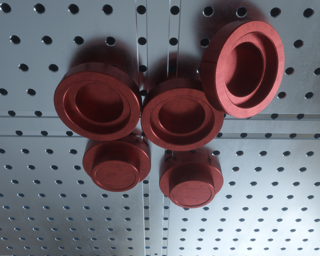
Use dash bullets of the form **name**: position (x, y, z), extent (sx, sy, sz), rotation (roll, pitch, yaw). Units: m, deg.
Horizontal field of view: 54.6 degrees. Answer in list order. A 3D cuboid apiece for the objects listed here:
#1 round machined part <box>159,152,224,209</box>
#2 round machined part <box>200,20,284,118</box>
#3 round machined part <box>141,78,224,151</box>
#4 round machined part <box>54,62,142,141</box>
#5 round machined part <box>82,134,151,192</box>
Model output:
- **round machined part**: position (0.048, 0.086, 0.474), extent (0.099, 0.042, 0.097), rotation (0, 130, 0)
- **round machined part**: position (0.081, -0.062, 0.327), extent (0.099, 0.042, 0.097), rotation (-11, 111, -30)
- **round machined part**: position (0.026, -0.021, 0.383), extent (0.099, 0.042, 0.097), rotation (0, 130, 0)
- **round machined part**: position (-0.070, -0.034, 0.367), extent (0.098, 0.042, 0.097), rotation (2, 129, 3)
- **round machined part**: position (-0.062, 0.055, 0.447), extent (0.099, 0.042, 0.097), rotation (0, 130, 0)
